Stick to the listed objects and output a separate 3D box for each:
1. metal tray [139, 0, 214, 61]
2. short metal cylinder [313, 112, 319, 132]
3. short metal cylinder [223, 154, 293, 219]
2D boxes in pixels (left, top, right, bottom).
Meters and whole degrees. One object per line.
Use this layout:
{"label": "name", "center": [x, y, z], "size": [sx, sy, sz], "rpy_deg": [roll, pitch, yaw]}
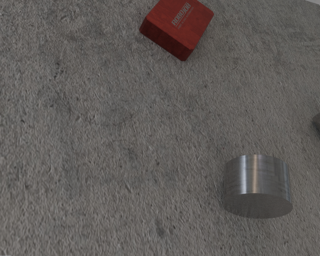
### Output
{"label": "metal tray", "center": [0.032, -0.182, 0.529], "size": [0.090, 0.030, 0.130], "rpy_deg": [33, 51, -6]}
{"label": "short metal cylinder", "center": [0.323, -0.013, 0.550], "size": [0.081, 0.080, 0.050], "rpy_deg": [-10, 67, -32]}
{"label": "short metal cylinder", "center": [0.121, 0.075, 0.388], "size": [0.080, 0.080, 0.050], "rpy_deg": [21, 54, -16]}
